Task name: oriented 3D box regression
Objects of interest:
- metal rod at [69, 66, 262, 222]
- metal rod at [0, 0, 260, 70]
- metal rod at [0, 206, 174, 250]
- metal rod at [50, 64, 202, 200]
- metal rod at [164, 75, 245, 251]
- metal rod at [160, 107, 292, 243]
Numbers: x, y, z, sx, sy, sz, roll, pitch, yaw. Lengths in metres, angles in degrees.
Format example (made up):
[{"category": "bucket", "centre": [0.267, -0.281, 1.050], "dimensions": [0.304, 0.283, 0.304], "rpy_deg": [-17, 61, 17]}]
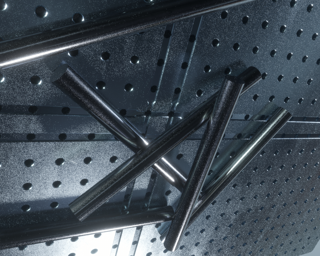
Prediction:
[{"category": "metal rod", "centre": [0.017, 0.012, 0.400], "dimensions": [0.301, 0.025, 0.025], "rpy_deg": [-37, 130, -14]}, {"category": "metal rod", "centre": [-0.015, -0.117, 0.330], "dimensions": [0.302, 0.025, 0.025], "rpy_deg": [-20, 126, -16]}, {"category": "metal rod", "centre": [-0.116, 0.139, 0.433], "dimensions": [0.302, 0.025, 0.025], "rpy_deg": [0, 119, -28]}, {"category": "metal rod", "centre": [-0.023, 0.026, 0.413], "dimensions": [0.025, 0.025, 0.300], "rpy_deg": [-43, 129, 1]}, {"category": "metal rod", "centre": [0.053, 0.068, 0.440], "dimensions": [0.025, 0.025, 0.298], "rpy_deg": [-1, 123, -28]}, {"category": "metal rod", "centre": [0.107, 0.085, 0.521], "dimensions": [0.299, 0.025, 0.025], "rpy_deg": [-49, 129, 6]}]
